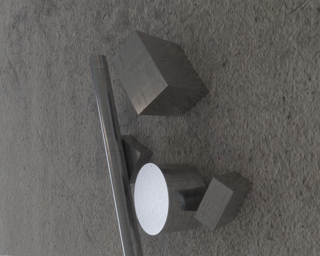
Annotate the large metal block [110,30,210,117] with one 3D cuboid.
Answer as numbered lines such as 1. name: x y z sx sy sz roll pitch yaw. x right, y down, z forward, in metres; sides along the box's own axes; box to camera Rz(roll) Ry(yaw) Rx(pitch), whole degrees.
1. large metal block: 0.000 -0.061 0.369 0.050 0.081 0.080 -42 65 32

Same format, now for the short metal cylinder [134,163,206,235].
1. short metal cylinder: 0.010 0.081 0.365 0.080 0.050 0.080 -11 77 59

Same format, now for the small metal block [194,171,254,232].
1. small metal block: 0.069 0.077 0.331 0.025 0.050 0.050 34 111 33

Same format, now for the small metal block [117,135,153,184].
1. small metal block: -0.043 0.044 0.441 0.050 0.025 0.050 34 111 34

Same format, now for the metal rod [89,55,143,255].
1. metal rod: -0.059 0.044 0.421 0.025 0.025 0.299 -19 78 38
